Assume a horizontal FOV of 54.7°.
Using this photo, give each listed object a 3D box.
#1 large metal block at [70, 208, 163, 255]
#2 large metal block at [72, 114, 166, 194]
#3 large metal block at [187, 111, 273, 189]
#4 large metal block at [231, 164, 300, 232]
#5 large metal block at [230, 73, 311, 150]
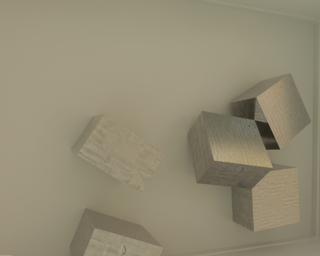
[{"bbox_3d":[-0.054,0.139,0.362,0.080,0.080,0.050,24,82,-19],"label":"large metal block"},{"bbox_3d":[-0.052,0.028,0.363,0.080,0.080,0.050,35,79,-17],"label":"large metal block"},{"bbox_3d":[0.088,0.029,0.408,0.081,0.050,0.080,9,47,-17],"label":"large metal block"},{"bbox_3d":[0.154,0.099,0.456,0.081,0.050,0.079,-4,92,-21],"label":"large metal block"},{"bbox_3d":[0.163,-0.023,0.452,0.081,0.050,0.080,-33,101,-27],"label":"large metal block"}]
